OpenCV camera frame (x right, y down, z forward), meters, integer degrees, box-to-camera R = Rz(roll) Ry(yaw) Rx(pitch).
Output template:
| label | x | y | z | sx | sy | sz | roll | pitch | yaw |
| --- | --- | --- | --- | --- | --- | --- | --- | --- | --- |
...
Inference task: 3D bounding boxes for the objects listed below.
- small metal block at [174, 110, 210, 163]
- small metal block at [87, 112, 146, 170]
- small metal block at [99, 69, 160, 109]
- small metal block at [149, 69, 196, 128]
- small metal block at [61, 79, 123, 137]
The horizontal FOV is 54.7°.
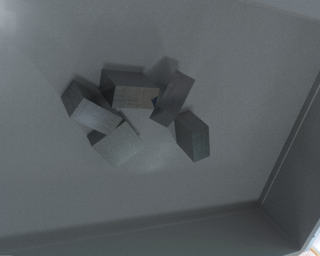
| label | x | y | z | sx | sy | sz | roll | pitch | yaw |
| --- | --- | --- | --- | --- | --- | --- | --- | --- | --- |
| small metal block | 0.044 | 0.010 | 0.425 | 0.025 | 0.050 | 0.050 | -21 | 127 | -17 |
| small metal block | -0.054 | 0.017 | 0.391 | 0.050 | 0.025 | 0.050 | -37 | 130 | -4 |
| small metal block | -0.036 | -0.044 | 0.347 | 0.050 | 0.050 | 0.025 | 0 | 119 | -29 |
| small metal block | 0.013 | -0.033 | 0.367 | 0.025 | 0.050 | 0.050 | 28 | 72 | -4 |
| small metal block | -0.075 | -0.022 | 0.339 | 0.050 | 0.050 | 0.025 | 30 | 102 | -38 |
